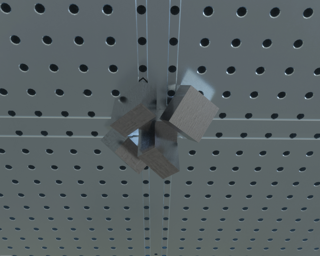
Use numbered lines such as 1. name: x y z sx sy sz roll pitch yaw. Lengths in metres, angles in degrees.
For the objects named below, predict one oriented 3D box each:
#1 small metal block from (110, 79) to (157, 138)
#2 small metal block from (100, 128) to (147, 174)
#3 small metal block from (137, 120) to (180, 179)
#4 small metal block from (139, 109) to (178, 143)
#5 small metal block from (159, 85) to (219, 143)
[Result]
1. small metal block: -0.031 -0.024 0.374 0.050 0.050 0.025 -34 123 25
2. small metal block: -0.046 0.030 0.416 0.025 0.050 0.050 -48 123 -10
3. small metal block: -0.001 0.027 0.384 0.025 0.050 0.050 -30 125 22
4. small metal block: -0.003 0.002 0.413 0.050 0.025 0.050 -1 130 -1
5. small metal block: 0.036 -0.018 0.379 0.050 0.025 0.050 35 82 -26
